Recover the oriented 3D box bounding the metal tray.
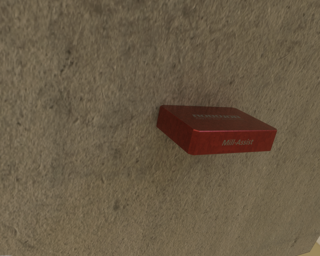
[{"bbox_3d":[0.073,0.000,0.404,0.131,0.090,0.030,0,112,-29],"label":"metal tray"}]
